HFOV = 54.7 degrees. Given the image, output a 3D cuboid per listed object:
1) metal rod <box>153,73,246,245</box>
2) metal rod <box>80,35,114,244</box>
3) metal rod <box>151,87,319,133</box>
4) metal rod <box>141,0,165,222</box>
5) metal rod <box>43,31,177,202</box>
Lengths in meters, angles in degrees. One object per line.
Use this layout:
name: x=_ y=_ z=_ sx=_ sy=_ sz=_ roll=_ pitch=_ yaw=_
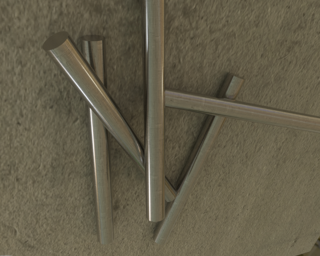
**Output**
metal rod: x=0.052 y=0.059 z=0.473 sx=0.025 sy=0.025 sz=0.298 roll=9 pitch=114 yaw=-33
metal rod: x=-0.075 y=0.037 z=0.389 sx=0.025 sy=0.025 sz=0.298 roll=-11 pitch=124 yaw=-23
metal rod: x=0.127 y=-0.021 z=0.423 sx=0.302 sy=0.025 sz=0.025 roll=8 pitch=115 yaw=-18
metal rod: x=-0.006 y=-0.024 z=0.356 sx=0.025 sy=0.025 sz=0.298 roll=-10 pitch=112 yaw=-24
metal rod: x=-0.037 y=0.015 z=0.372 sx=0.025 sy=0.025 sz=0.299 roll=-35 pitch=137 yaw=-5
